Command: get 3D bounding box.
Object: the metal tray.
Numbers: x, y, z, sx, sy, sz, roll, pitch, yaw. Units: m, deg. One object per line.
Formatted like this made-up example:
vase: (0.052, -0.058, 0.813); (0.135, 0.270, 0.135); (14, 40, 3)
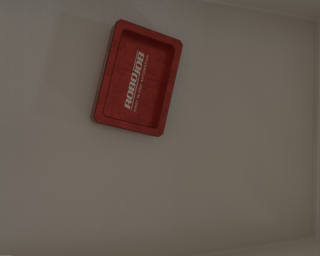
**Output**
metal tray: (-0.029, -0.061, 0.397); (0.091, 0.030, 0.129); (14, 85, -20)
